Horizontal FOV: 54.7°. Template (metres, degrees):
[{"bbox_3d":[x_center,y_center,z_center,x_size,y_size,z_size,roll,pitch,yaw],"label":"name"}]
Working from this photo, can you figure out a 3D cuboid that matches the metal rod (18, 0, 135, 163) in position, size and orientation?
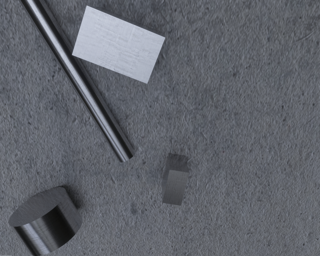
[{"bbox_3d":[-0.113,-0.085,0.376,0.025,0.025,0.299,-26,108,9],"label":"metal rod"}]

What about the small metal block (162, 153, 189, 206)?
[{"bbox_3d":[0.020,0.069,0.422,0.025,0.050,0.050,10,110,-4],"label":"small metal block"}]

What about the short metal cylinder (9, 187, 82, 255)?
[{"bbox_3d":[-0.155,0.126,0.425,0.080,0.080,0.050,-21,109,7],"label":"short metal cylinder"}]

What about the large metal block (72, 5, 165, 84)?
[{"bbox_3d":[-0.042,-0.095,0.345,0.080,0.080,0.050,20,109,-8],"label":"large metal block"}]
